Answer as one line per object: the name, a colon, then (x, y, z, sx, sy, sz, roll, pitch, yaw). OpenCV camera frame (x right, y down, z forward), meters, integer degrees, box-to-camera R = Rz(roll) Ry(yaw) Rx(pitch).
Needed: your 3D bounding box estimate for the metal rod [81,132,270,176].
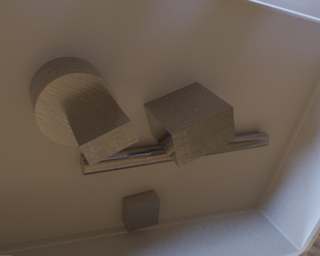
metal rod: (0.039, 0.033, 0.451, 0.303, 0.025, 0.025, -6, 121, -26)

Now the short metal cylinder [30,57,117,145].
short metal cylinder: (-0.091, -0.029, 0.326, 0.081, 0.050, 0.079, -14, 125, -21)

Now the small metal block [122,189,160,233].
small metal block: (-0.029, 0.127, 0.473, 0.050, 0.025, 0.050, -10, 123, -24)

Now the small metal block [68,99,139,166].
small metal block: (-0.056, 0.002, 0.300, 0.050, 0.050, 0.025, -27, 128, -12)

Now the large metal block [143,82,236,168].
large metal block: (0.036, -0.008, 0.390, 0.081, 0.080, 0.050, -24, 128, -14)
